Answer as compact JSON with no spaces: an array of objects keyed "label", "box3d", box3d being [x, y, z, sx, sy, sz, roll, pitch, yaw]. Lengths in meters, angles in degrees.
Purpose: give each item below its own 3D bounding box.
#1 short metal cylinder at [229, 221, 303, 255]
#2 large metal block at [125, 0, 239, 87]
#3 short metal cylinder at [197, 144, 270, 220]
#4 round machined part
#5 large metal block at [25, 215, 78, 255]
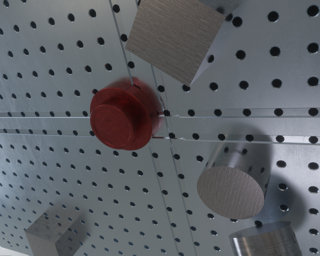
[{"label":"short metal cylinder","box3d":[0.133,0.153,0.391,0.080,0.081,0.050,-25,73,37]},{"label":"large metal block","box3d":[0.021,-0.103,0.320,0.080,0.050,0.079,32,129,7]},{"label":"short metal cylinder","box3d":[0.093,0.066,0.387,0.080,0.050,0.079,13,124,21]},{"label":"round machined part","box3d":[-0.055,-0.010,0.424,0.098,0.042,0.097,13,124,21]},{"label":"large metal block","box3d":[-0.234,0.245,0.670,0.080,0.050,0.079,11,123,22]}]
